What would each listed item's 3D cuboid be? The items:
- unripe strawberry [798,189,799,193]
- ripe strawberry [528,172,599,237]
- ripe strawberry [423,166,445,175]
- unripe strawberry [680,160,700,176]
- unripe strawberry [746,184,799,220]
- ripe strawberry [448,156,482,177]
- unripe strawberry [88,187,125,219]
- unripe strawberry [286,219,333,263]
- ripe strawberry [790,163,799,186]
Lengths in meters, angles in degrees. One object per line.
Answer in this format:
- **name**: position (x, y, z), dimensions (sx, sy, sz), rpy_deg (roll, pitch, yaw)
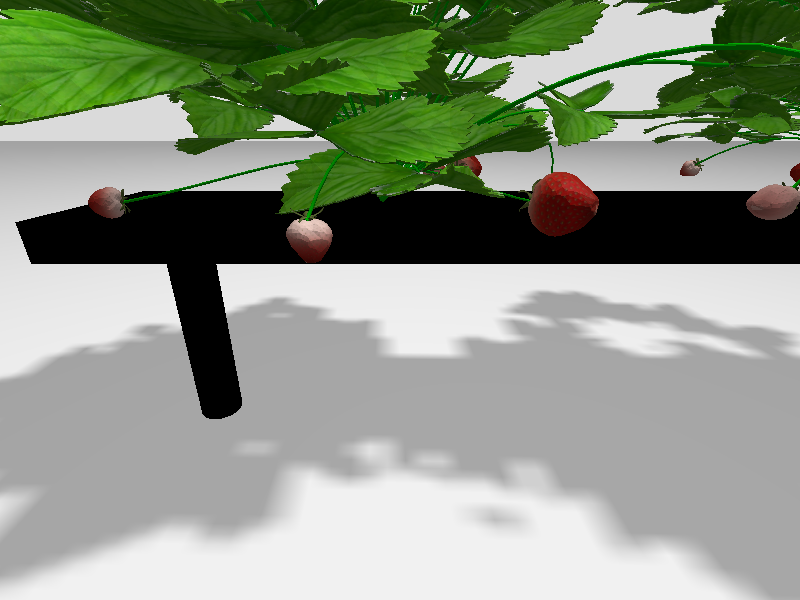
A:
- **unripe strawberry**: position (0.347, -0.093, 0.354), dimensions (0.011, 0.011, 0.011), rpy_deg (3, 23, 7)
- **ripe strawberry**: position (0.095, -0.055, 0.232), dimensions (0.035, 0.037, 0.037), rpy_deg (-21, 31, -39)
- **ripe strawberry**: position (0.040, -0.146, 0.455), dimensions (0.027, 0.023, 0.027), rpy_deg (10, 25, 22)
- **unripe strawberry**: position (0.366, -0.165, 0.506), dimensions (0.023, 0.020, 0.021), rpy_deg (-9, -11, -19)
- **unripe strawberry**: position (0.242, -0.063, 0.262), dimensions (0.024, 0.023, 0.026), rpy_deg (-20, 29, -17)
- **ripe strawberry**: position (0.071, -0.141, 0.431), dimensions (0.037, 0.033, 0.034), rpy_deg (18, 29, 36)
- **unripe strawberry**: position (-0.200, -0.066, 0.273), dimensions (0.020, 0.021, 0.018), rpy_deg (-9, 25, -20)
- **unripe strawberry**: position (-0.042, -0.028, 0.188), dimensions (0.021, 0.021, 0.018), rpy_deg (4, 20, 8)
- **ripe strawberry**: position (0.429, -0.134, 0.419), dimensions (0.032, 0.034, 0.035), rpy_deg (-2, 23, -4)
